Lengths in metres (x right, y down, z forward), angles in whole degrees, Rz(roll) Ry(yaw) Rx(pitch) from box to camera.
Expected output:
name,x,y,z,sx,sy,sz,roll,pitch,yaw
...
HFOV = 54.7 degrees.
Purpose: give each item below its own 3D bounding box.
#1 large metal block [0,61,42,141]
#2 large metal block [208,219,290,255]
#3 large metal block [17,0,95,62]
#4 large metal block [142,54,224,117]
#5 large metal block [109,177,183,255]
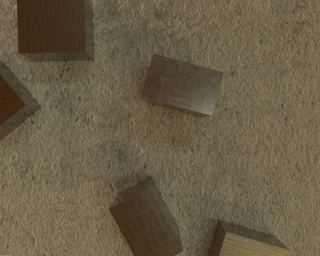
name,x,y,z,sx,sy,sz,roll,pitch,yaw
large metal block,-0.217,-0.033,0.396,0.080,0.050,0.080,-39,90,0
large metal block,0.107,0.175,0.398,0.080,0.050,0.080,17,90,0
large metal block,-0.131,-0.130,0.396,0.081,0.050,0.079,-2,90,0
large metal block,0.025,-0.048,0.382,0.080,0.080,0.050,15,90,0
large metal block,-0.015,0.113,0.382,0.050,0.080,0.080,-28,90,0
